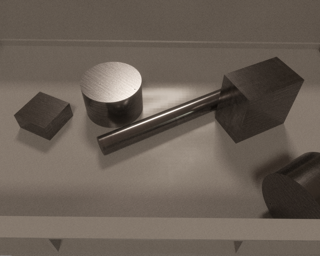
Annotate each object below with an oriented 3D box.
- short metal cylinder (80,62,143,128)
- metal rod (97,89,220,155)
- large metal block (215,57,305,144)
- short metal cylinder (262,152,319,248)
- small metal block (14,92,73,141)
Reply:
[{"bbox_3d":[-0.065,-0.046,0.427,0.081,0.050,0.080,0,50,0],"label":"short metal cylinder"},{"bbox_3d":[0.059,-0.032,0.432,0.302,0.025,0.025,-22,54,-18],"label":"metal rod"},{"bbox_3d":[0.124,-0.035,0.401,0.081,0.080,0.050,-21,53,-17],"label":"large metal block"},{"bbox_3d":[0.151,0.071,0.312,0.050,0.080,0.080,-25,55,-19],"label":"short metal cylinder"},{"bbox_3d":[-0.155,-0.017,0.417,0.050,0.025,0.050,21,53,16],"label":"small metal block"}]
